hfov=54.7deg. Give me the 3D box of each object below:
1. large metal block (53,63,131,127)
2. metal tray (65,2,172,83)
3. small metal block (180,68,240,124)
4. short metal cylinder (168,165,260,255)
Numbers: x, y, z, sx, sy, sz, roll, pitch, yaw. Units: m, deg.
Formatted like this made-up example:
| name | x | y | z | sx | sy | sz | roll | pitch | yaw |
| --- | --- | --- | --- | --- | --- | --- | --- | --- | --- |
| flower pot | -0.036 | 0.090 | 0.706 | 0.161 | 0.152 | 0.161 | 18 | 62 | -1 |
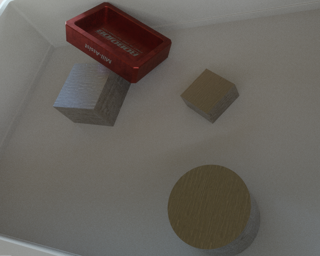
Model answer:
| name | x | y | z | sx | sy | sz | roll | pitch | yaw |
| --- | --- | --- | --- | --- | --- | --- | --- | --- | --- |
| large metal block | -0.102 | -0.052 | 0.473 | 0.080 | 0.050 | 0.080 | 5 | 64 | 30 |
| metal tray | -0.061 | -0.129 | 0.456 | 0.130 | 0.030 | 0.090 | 34 | 53 | 13 |
| small metal block | 0.064 | -0.041 | 0.397 | 0.050 | 0.025 | 0.050 | -46 | 52 | -5 |
| short metal cylinder | 0.055 | 0.083 | 0.309 | 0.080 | 0.050 | 0.080 | -13 | 56 | 20 |
